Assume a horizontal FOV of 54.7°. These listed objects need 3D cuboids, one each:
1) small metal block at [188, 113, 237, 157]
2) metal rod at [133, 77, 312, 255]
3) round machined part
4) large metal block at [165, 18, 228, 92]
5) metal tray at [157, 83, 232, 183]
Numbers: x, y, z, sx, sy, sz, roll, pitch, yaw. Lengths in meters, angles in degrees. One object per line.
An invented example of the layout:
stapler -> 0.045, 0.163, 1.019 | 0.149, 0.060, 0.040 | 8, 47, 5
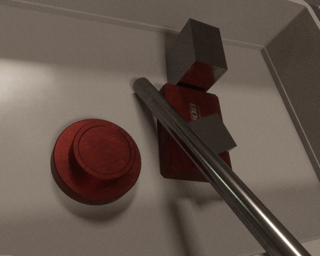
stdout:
small metal block -> 0.061, 0.013, 0.393 | 0.050, 0.025, 0.050 | -17, 71, -35
metal rod -> 0.043, 0.026, 0.330 | 0.025, 0.025, 0.300 | -5, 38, -31
round machined part -> -0.066, 0.032, 0.341 | 0.099, 0.042, 0.098 | 14, 56, -21
large metal block -> 0.050, -0.099, 0.460 | 0.050, 0.080, 0.080 | 11, 57, -23
metal tray -> 0.044, 0.006, 0.424 | 0.091, 0.030, 0.130 | 10, 57, -23
